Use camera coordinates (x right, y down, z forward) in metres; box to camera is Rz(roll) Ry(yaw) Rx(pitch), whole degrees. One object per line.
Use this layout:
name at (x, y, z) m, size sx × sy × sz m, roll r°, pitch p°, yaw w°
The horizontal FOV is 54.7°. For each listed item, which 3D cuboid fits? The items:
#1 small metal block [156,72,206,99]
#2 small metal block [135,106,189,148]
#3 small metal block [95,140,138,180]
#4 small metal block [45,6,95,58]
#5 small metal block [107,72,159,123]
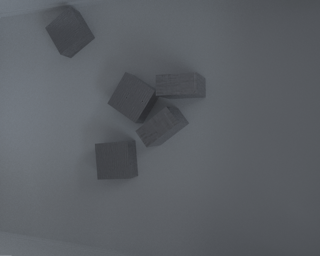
small metal block at (0.027, -0.052, 0.388) m, size 0.050 × 0.050 × 0.025 m, roll -1°, pitch 90°, yaw 20°
small metal block at (0.004, -0.001, 0.396) m, size 0.050 × 0.050 × 0.025 m, roll -38°, pitch 78°, yaw 16°
small metal block at (-0.060, 0.045, 0.432) m, size 0.050 × 0.025 × 0.050 m, roll -5°, pitch 88°, yaw 20°
small metal block at (-0.133, -0.141, 0.457) m, size 0.050 × 0.025 × 0.050 m, roll -34°, pitch 79°, yaw 16°
small metal block at (-0.035, -0.041, 0.423) m, size 0.050 × 0.025 × 0.050 m, roll 35°, pitch 101°, yaw 16°
